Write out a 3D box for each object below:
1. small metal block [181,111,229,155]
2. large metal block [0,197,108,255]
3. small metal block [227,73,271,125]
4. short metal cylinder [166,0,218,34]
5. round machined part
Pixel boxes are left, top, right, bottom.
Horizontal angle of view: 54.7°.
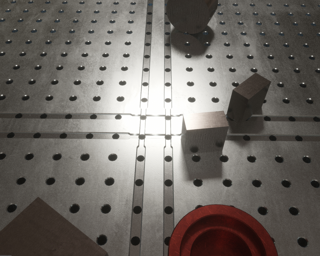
[{"bbox_3d":[0.054,0.006,0.387,0.050,0.050,0.025,-5,51,-5],"label":"small metal block"},{"bbox_3d":[-0.088,0.119,0.271,0.080,0.080,0.050,29,56,22],"label":"large metal block"},{"bbox_3d":[0.121,-0.040,0.427,0.050,0.050,0.025,-36,59,-26],"label":"small metal block"},{"bbox_3d":[0.058,-0.218,0.556,0.080,0.080,0.050,19,53,14],"label":"short metal cylinder"},{"bbox_3d":[0.056,0.126,0.291,0.099,0.042,0.098,0,50,0],"label":"round machined part"}]
